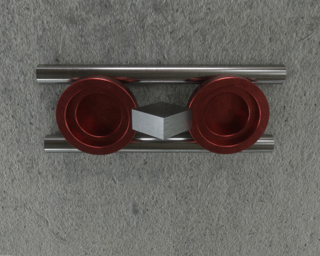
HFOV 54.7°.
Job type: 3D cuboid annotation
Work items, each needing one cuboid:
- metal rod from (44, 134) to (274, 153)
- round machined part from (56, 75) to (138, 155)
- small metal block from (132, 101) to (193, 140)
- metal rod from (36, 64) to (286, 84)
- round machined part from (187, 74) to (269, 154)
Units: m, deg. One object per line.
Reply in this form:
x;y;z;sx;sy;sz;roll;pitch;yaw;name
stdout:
-0.001;0.021;0.418;0.302;0.025;0.025;0;110;-1;metal rod
-0.075;-0.019;0.390;0.099;0.042;0.097;0;110;0;round machined part
0.003;-0.011;0.366;0.050;0.050;0.025;17;116;40;small metal block
0.002;-0.067;0.386;0.302;0.025;0.025;0;110;-1;metal rod
0.082;-0.020;0.390;0.099;0.042;0.097;0;110;0;round machined part
